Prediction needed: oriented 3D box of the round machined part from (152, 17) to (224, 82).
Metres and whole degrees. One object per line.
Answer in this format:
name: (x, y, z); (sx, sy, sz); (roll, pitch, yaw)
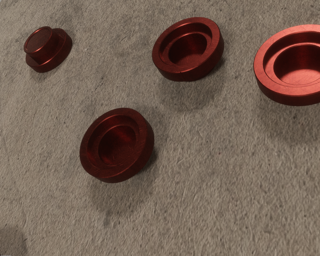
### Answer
round machined part: (0.042, -0.104, 0.434); (0.098, 0.042, 0.098); (-13, 56, 20)

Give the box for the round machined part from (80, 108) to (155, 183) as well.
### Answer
round machined part: (-0.051, 0.026, 0.403); (0.098, 0.042, 0.098); (-13, 56, 20)

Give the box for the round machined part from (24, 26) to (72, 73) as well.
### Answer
round machined part: (-0.225, -0.160, 0.606); (0.098, 0.042, 0.098); (-13, 56, 20)

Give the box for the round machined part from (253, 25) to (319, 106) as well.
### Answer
round machined part: (0.160, -0.065, 0.349); (0.098, 0.042, 0.098); (-13, 56, 20)
